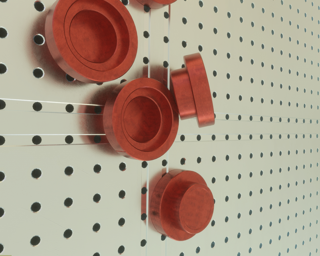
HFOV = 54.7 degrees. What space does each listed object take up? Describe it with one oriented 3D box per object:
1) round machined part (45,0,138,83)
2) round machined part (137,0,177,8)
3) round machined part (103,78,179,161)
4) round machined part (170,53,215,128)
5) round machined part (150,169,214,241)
[{"bbox_3d":[-0.076,-0.097,0.336,0.099,0.042,0.097,0,90,-40],"label":"round machined part"},{"bbox_3d":[-0.001,-0.210,0.399,0.099,0.042,0.097,0,90,-40],"label":"round machined part"},{"bbox_3d":[-0.027,-0.010,0.377,0.099,0.042,0.097,0,90,-40],"label":"round machined part"},{"bbox_3d":[0.041,-0.047,0.412,0.042,0.098,0.097,-12,101,5],"label":"round machined part"},{"bbox_3d":[0.038,0.109,0.432,0.099,0.042,0.097,0,90,-40],"label":"round machined part"}]
